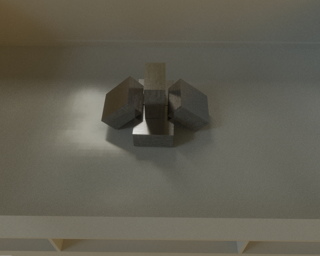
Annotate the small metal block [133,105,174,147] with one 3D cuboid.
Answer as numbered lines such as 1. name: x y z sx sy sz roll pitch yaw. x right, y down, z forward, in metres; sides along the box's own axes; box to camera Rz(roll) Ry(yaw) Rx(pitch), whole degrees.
1. small metal block: -0.007 -0.003 0.405 0.050 0.025 0.050 2 50 2

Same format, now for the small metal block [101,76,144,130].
1. small metal block: -0.049 -0.033 0.412 0.050 0.025 0.050 -30 41 32

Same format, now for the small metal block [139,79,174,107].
1. small metal block: -0.006 -0.042 0.437 0.050 0.025 0.050 2 50 1

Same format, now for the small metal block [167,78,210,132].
1. small metal block: 0.038 -0.030 0.413 0.050 0.025 0.050 29 44 -28

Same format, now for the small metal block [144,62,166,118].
1. small metal block: -0.006 -0.047 0.393 0.025 0.050 0.050 1 50 0
